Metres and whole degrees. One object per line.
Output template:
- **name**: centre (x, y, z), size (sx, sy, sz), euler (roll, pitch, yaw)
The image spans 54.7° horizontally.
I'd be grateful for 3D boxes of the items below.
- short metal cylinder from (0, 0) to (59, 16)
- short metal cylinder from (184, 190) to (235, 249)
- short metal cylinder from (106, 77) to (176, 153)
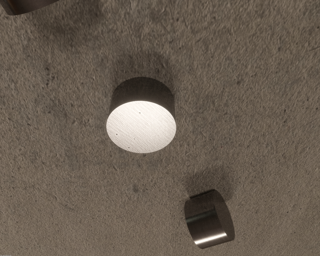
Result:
- **short metal cylinder**: centre (-0.104, -0.135, 0.254), size (0.080, 0.080, 0.050), euler (-14, 129, 11)
- **short metal cylinder**: centre (0.080, 0.147, 0.497), size (0.050, 0.080, 0.080), euler (-24, 126, 19)
- **short metal cylinder**: centre (-0.022, -0.015, 0.378), size (0.081, 0.050, 0.079), euler (0, 130, 0)
